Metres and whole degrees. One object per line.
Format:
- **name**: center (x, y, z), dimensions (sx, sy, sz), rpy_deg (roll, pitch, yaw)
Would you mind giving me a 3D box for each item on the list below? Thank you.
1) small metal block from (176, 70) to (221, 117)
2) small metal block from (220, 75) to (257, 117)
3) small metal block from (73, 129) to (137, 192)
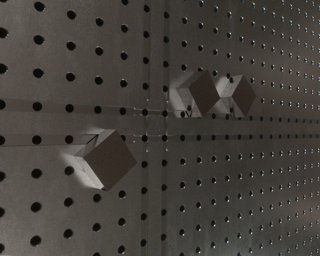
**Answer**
- **small metal block**: center (0.058, -0.051, 0.460), dimensions (0.050, 0.025, 0.050), rpy_deg (-44, 117, -31)
- **small metal block**: center (0.132, -0.053, 0.523), dimensions (0.050, 0.025, 0.050), rpy_deg (48, 61, -30)
- **small metal block**: center (-0.062, 0.036, 0.359), dimensions (0.050, 0.025, 0.050), rpy_deg (-44, 117, -31)
